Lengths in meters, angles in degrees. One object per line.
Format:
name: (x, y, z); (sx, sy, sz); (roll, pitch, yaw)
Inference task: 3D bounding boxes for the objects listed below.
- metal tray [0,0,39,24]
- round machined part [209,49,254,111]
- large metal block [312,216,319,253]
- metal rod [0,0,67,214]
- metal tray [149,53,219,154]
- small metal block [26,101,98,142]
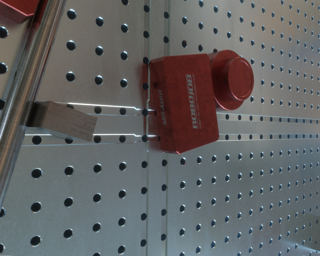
metal tray: (-0.164, -0.165, 0.269); (0.131, 0.030, 0.090); (24, 75, -38)
round machined part: (0.114, -0.077, 0.496); (0.099, 0.042, 0.097); (0, 90, -40)
large metal block: (0.416, 0.262, 0.728); (0.050, 0.080, 0.080); (34, 69, -35)
metal rod: (-0.131, -0.036, 0.299); (0.025, 0.025, 0.299); (22, 76, -38)
metal tray: (0.037, -0.036, 0.439); (0.091, 0.030, 0.129); (-15, 100, -39)
small metal block: (-0.100, -0.006, 0.310); (0.050, 0.050, 0.025); (22, 76, -40)
